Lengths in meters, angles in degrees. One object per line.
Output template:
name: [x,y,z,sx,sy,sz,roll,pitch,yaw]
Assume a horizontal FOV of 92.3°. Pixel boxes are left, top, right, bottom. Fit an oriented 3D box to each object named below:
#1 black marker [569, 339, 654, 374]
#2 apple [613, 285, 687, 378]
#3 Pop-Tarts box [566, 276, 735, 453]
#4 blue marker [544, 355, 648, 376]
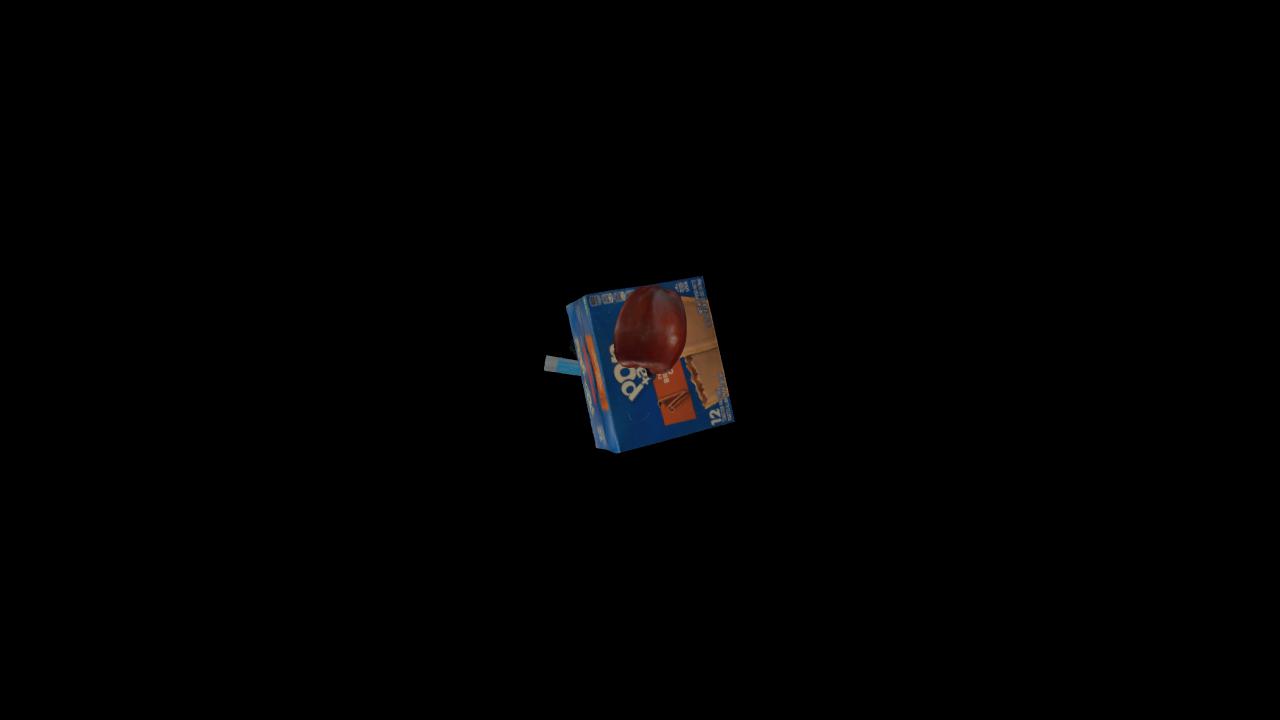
black marker: [-0.045,0.026,0.706,0.020,0.121,0.020,-33,-7,-5]
apple: [0.012,-0.028,0.631,0.079,0.093,0.079,7,-4,1]
Pop-Tarts box: [0.010,0.004,0.681,0.141,0.167,0.083,-12,-2,-22]
blue marker: [-0.054,0.013,0.740,0.121,0.020,0.020,9,-1,-6]
